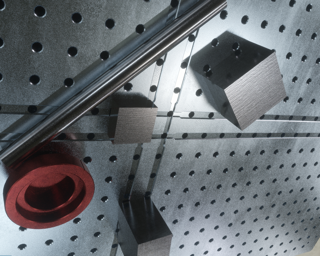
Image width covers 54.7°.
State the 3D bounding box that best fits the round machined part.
[{"bbox_3d":[-0.132,0.069,0.368,0.099,0.042,0.097,-17,129,-22],"label":"round machined part"}]

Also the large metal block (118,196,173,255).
[{"bbox_3d":[-0.026,0.164,0.463,0.050,0.080,0.079,-9,122,-24],"label":"large metal block"}]

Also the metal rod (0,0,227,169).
[{"bbox_3d":[-0.050,-0.057,0.348,0.301,0.025,0.025,-38,129,-3],"label":"metal rod"}]

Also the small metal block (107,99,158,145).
[{"bbox_3d":[-0.035,-0.008,0.387,0.050,0.025,0.050,-2,119,-28],"label":"small metal block"}]

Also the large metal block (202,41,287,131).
[{"bbox_3d":[0.117,-0.057,0.424,0.080,0.050,0.080,-37,129,-3],"label":"large metal block"}]
